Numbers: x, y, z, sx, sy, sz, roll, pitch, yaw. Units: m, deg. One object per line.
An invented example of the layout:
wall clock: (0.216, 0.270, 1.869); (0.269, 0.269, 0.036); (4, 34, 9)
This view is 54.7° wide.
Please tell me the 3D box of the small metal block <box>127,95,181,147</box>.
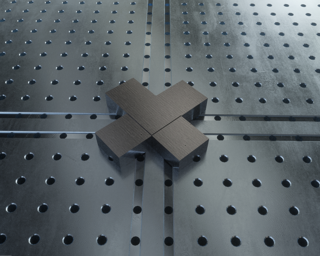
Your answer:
small metal block: (-0.008, -0.011, 0.415); (0.050, 0.025, 0.050); (-34, 58, -26)

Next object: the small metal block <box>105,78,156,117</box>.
small metal block: (-0.041, -0.039, 0.440); (0.050, 0.025, 0.050); (-34, 58, -25)

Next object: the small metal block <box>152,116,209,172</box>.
small metal block: (0.025, 0.019, 0.392); (0.050, 0.025, 0.050); (-34, 58, -25)

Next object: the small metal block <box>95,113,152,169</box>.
small metal block: (-0.046, 0.016, 0.394); (0.050, 0.025, 0.050); (-34, 58, -26)

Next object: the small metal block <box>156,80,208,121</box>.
small metal block: (0.030, -0.035, 0.437); (0.050, 0.025, 0.050); (-34, 58, -26)
